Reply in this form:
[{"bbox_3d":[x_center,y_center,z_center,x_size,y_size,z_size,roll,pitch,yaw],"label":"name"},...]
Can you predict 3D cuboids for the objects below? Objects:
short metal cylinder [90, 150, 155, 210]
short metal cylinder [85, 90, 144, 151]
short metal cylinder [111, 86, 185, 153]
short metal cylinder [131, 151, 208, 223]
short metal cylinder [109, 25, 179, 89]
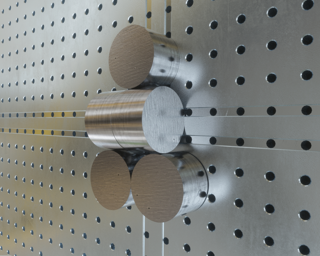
[{"bbox_3d":[-0.051,0.069,0.432,0.080,0.050,0.079,0,90,39],"label":"short metal cylinder"},{"bbox_3d":[-0.052,-0.010,0.415,0.050,0.081,0.079,1,91,40],"label":"short metal cylinder"},{"bbox_3d":[-0.013,-0.010,0.383,0.050,0.081,0.079,1,91,40],"label":"short metal cylinder"},{"bbox_3d":[0.011,0.070,0.381,0.080,0.050,0.079,0,90,39],"label":"short metal cylinder"},{"bbox_3d":[-0.022,-0.090,0.409,0.080,0.050,0.079,0,90,39],"label":"short metal cylinder"}]
